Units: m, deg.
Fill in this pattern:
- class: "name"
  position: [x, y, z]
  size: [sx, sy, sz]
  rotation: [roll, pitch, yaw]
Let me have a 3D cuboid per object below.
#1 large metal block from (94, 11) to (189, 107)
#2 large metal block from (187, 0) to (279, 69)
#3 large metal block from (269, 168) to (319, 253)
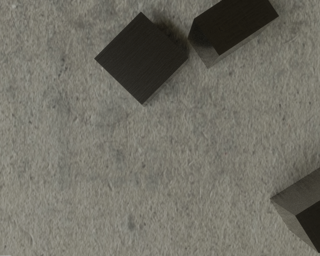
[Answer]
- class: "large metal block"
  position: [-0.022, -0.084, 0.397]
  size: [0.080, 0.050, 0.080]
  rotation: [44, 90, -1]
- class: "large metal block"
  position: [0.085, -0.123, 0.384]
  size: [0.080, 0.080, 0.050]
  rotation: [-34, 90, 0]
- class: "large metal block"
  position: [0.198, 0.097, 0.385]
  size: [0.080, 0.080, 0.050]
  rotation: [-32, 90, 0]
